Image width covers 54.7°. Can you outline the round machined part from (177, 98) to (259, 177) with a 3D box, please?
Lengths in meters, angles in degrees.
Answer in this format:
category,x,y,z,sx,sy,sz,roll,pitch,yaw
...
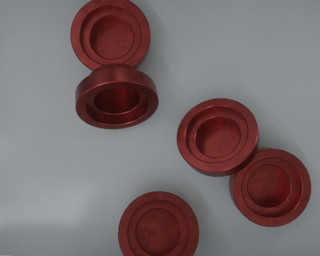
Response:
category,x,y,z,sx,sy,sz,roll,pitch,yaw
round machined part,0.074,0.015,0.389,0.098,0.042,0.098,-10,61,19

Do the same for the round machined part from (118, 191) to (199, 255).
category,x,y,z,sx,sy,sz,roll,pitch,yaw
round machined part,-0.003,0.132,0.394,0.099,0.042,0.098,2,73,-5

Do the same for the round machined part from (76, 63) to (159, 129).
category,x,y,z,sx,sy,sz,roll,pitch,yaw
round machined part,-0.054,-0.042,0.382,0.099,0.098,0.042,-11,59,0

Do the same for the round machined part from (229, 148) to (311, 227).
category,x,y,z,sx,sy,sz,roll,pitch,yaw
round machined part,0.139,0.074,0.404,0.099,0.042,0.097,0,91,-2

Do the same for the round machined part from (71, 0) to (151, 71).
category,x,y,z,sx,sy,sz,roll,pitch,yaw
round machined part,-0.061,-0.115,0.402,0.099,0.042,0.097,0,90,-1
